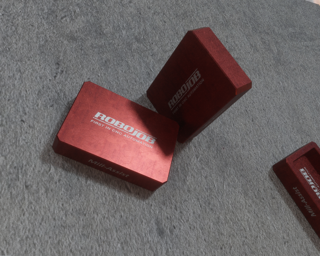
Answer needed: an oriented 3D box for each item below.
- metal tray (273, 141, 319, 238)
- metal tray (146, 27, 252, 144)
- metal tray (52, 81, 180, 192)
[{"bbox_3d":[0.242,0.093,0.473,0.091,0.030,0.130,-21,73,-36],"label":"metal tray"},{"bbox_3d":[0.041,-0.048,0.387,0.030,0.129,0.090,-26,76,-37],"label":"metal tray"},{"bbox_3d":[-0.047,0.010,0.369,0.131,0.030,0.090,25,53,-13],"label":"metal tray"}]
